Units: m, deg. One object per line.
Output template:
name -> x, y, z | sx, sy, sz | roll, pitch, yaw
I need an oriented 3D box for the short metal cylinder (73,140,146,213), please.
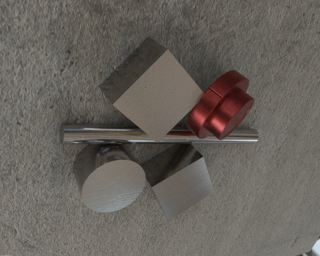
short metal cylinder -> -0.065, 0.060, 0.395 | 0.081, 0.050, 0.079 | -14, 125, -21

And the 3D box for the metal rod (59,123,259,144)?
metal rod -> 0.019, 0.010, 0.428 | 0.303, 0.025, 0.025 | 2, 118, -30

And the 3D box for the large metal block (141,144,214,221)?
large metal block -> 0.025, 0.075, 0.454 | 0.080, 0.050, 0.080 | -29, 129, -10

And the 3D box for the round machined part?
round machined part -> 0.084, -0.023, 0.401 | 0.098, 0.042, 0.098 | -41, 159, -19

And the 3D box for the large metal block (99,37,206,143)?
large metal block -> -0.008, -0.043, 0.360 | 0.080, 0.050, 0.080 | -45, 130, 3
